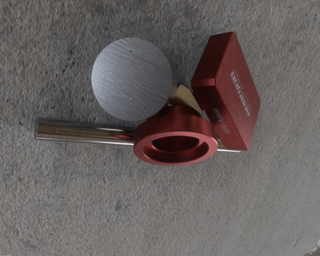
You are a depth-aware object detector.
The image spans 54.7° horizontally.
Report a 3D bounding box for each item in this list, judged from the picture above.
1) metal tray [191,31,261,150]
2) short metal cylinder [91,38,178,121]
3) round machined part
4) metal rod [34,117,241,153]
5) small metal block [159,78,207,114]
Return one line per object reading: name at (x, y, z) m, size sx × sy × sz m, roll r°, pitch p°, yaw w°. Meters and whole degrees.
metal tray at (0.090, -0.043, 0.394) m, size 0.130 × 0.030 × 0.090 m, roll 54°, pitch 48°, yaw -40°
short metal cylinder at (-0.024, -0.050, 0.323) m, size 0.080 × 0.050 × 0.079 m, roll 1°, pitch 98°, yaw 9°
round machined part at (0.018, 0.008, 0.372) m, size 0.099 × 0.042 × 0.098 m, roll -2°, pitch 151°, yaw -1°
metal rod at (-0.006, 0.014, 0.414) m, size 0.302 × 0.025 × 0.025 m, roll 6°, pitch 116°, yaw -31°
small metal block at (0.023, -0.041, 0.377) m, size 0.050 × 0.050 × 0.025 m, roll 26°, pitch 104°, yaw -37°
